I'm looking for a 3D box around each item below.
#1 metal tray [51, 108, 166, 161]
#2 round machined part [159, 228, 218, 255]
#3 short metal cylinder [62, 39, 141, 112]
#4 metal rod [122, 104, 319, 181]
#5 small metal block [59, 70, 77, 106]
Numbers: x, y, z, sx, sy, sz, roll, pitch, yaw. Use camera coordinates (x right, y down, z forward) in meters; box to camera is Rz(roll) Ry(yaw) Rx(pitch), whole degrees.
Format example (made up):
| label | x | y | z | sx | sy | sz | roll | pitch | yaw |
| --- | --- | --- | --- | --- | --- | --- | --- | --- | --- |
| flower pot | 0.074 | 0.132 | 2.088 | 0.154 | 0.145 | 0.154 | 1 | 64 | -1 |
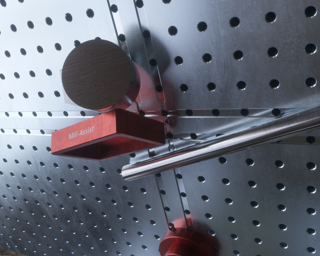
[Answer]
| label | x | y | z | sx | sy | sz | roll | pitch | yaw |
| --- | --- | --- | --- | --- | --- | --- | --- | --- | --- |
| metal tray | -0.070 | 0.014 | 0.414 | 0.130 | 0.090 | 0.030 | -16 | 69 | 34 |
| round machined part | 0.043 | 0.216 | 0.510 | 0.098 | 0.042 | 0.097 | 13 | 124 | 20 |
| short metal cylinder | -0.068 | -0.058 | 0.368 | 0.080 | 0.050 | 0.080 | 0 | 86 | 7 |
| metal rod | 0.064 | 0.026 | 0.392 | 0.300 | 0.025 | 0.025 | -21 | 108 | 35 |
| small metal block | -0.107 | -0.057 | 0.431 | 0.050 | 0.025 | 0.050 | 13 | 124 | 20 |
